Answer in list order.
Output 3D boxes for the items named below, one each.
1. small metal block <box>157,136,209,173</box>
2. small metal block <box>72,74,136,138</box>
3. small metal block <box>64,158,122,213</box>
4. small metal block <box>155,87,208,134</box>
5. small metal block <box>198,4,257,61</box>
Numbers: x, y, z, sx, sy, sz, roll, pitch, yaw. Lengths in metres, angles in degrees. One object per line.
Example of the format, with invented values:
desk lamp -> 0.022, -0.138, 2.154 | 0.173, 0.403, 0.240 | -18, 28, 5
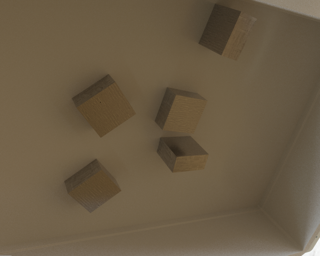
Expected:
small metal block -> 0.031, 0.035, 0.431 | 0.050, 0.050, 0.025 | -2, 119, -28
small metal block -> -0.064, -0.025, 0.358 | 0.050, 0.025, 0.050 | -35, 129, -5
small metal block -> -0.088, 0.077, 0.408 | 0.050, 0.025, 0.050 | -36, 129, -5
small metal block -> 0.028, -0.022, 0.410 | 0.050, 0.025, 0.050 | 7, 115, -32
small metal block -> 0.078, -0.113, 0.365 | 0.025, 0.050, 0.050 | 9, 114, -32
